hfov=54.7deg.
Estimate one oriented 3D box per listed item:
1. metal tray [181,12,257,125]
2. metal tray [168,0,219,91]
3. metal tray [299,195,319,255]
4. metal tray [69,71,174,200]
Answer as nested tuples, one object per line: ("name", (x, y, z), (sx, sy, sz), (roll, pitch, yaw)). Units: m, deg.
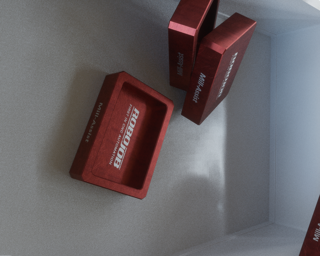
("metal tray", (0.075, -0.075, 0.411), (0.090, 0.030, 0.129), (-44, 158, -35))
("metal tray", (0.042, -0.114, 0.385), (0.130, 0.030, 0.090), (83, 30, -68))
("metal tray", (0.255, 0.169, 0.464), (0.090, 0.030, 0.130), (49, 61, -29))
("metal tray", (-0.040, 0.010, 0.369), (0.090, 0.030, 0.130), (28, 73, -37))
